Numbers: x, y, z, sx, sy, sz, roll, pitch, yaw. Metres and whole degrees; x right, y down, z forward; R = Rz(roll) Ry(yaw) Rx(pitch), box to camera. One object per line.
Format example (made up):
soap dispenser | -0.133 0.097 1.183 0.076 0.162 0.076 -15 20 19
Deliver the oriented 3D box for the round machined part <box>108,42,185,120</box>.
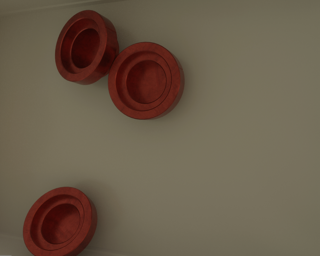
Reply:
round machined part | -0.015 -0.059 0.407 0.098 0.042 0.097 0 90 20

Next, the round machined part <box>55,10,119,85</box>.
round machined part | -0.095 -0.107 0.426 0.098 0.042 0.097 -5 80 33

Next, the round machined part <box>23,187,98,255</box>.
round machined part | -0.134 0.136 0.433 0.098 0.042 0.098 -6 56 9
